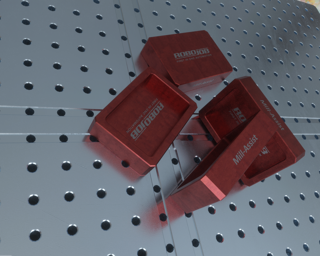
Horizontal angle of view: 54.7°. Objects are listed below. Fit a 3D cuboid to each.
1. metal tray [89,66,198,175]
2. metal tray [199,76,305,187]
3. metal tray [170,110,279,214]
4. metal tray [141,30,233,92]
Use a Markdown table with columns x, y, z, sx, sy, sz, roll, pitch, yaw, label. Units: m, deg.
| x | y | z | sx | sy | sz | roll | pitch | yaw | label |
| --- | --- | --- | --- | --- | --- | --- | --- | --- | --- |
| -0.017 | -0.014 | 0.405 | 0.090 | 0.030 | 0.131 | 40 | 51 | -2 | metal tray |
| 0.121 | 0.005 | 0.428 | 0.030 | 0.090 | 0.130 | -20 | 73 | -43 | metal tray |
| 0.078 | 0.041 | 0.375 | 0.030 | 0.090 | 0.131 | 46 | 58 | 3 | metal tray |
| 0.046 | -0.108 | 0.498 | 0.131 | 0.030 | 0.090 | -20 | 73 | -36 | metal tray |
